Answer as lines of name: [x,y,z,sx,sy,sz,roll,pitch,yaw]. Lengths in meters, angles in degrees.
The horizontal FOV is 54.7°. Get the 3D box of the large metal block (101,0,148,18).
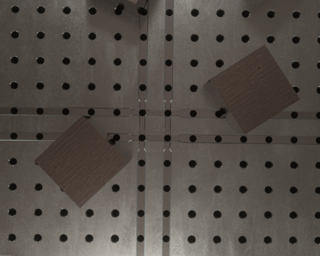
large metal block: [-0.048,-0.204,0.400,0.080,0.050,0.080,26,90,-1]

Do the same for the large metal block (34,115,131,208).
large metal block: [-0.095,0.041,0.400,0.080,0.050,0.080,-43,91,0]

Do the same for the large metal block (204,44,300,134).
large metal block: [0.116,-0.047,0.402,0.080,0.050,0.080,-33,90,0]
